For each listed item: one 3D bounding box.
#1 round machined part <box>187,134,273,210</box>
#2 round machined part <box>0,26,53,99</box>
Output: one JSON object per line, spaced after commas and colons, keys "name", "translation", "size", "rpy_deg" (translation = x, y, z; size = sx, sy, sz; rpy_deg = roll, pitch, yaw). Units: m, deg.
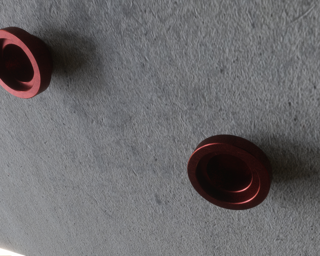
{"name": "round machined part", "translation": [0.087, 0.049, 0.381], "size": [0.098, 0.042, 0.097], "rpy_deg": [13, 124, 21]}
{"name": "round machined part", "translation": [-0.193, -0.094, 0.439], "size": [0.098, 0.042, 0.097], "rpy_deg": [13, 124, 21]}
